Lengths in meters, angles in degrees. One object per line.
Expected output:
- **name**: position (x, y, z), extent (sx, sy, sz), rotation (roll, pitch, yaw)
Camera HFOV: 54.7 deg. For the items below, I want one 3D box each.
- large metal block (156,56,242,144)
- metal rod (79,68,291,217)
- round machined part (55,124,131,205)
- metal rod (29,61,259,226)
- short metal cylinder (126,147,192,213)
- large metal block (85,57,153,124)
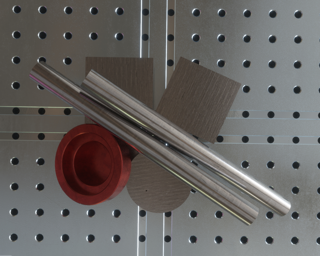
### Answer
- **large metal block**: position (0.045, -0.034, 0.396), extent (0.080, 0.050, 0.080), rotation (24, 90, 0)
- **metal rod**: position (0.042, 0.026, 0.373), extent (0.301, 0.025, 0.025), rotation (33, 90, -15)
- **round machined part**: position (-0.079, 0.044, 0.389), extent (0.098, 0.042, 0.097), rotation (-1, 86, 23)
- **metal rod**: position (-0.017, 0.018, 0.358), extent (0.301, 0.025, 0.025), rotation (34, 90, -1)
- **short metal cylinder**: position (-0.001, 0.062, 0.396), extent (0.081, 0.050, 0.079), rotation (0, 90, 0)
- **large metal block**: position (-0.049, -0.045, 0.393), extent (0.081, 0.050, 0.079), rotation (1, 90, 0)
